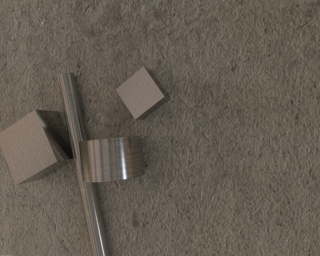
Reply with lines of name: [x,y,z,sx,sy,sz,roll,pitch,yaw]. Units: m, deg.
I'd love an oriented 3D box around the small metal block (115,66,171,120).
small metal block: [-0.023,-0.046,0.417,0.050,0.025,0.050,-37,78,16]

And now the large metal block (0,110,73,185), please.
large metal block: [-0.181,0.028,0.459,0.080,0.050,0.080,-29,81,17]

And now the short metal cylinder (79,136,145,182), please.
short metal cylinder: [-0.062,0.039,0.401,0.080,0.080,0.050,-6,88,20]

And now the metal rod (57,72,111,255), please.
metal rod: [-0.108,0.067,0.446,0.025,0.025,0.298,-14,85,19]
